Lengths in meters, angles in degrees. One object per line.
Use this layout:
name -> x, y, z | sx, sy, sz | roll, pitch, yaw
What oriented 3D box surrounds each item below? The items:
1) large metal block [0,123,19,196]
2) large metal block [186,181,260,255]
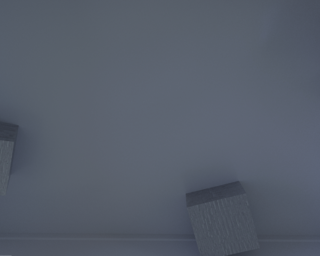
large metal block -> -0.234, 0.036, 0.398 | 0.081, 0.050, 0.079 | 10, 111, -22
large metal block -> 0.086, 0.129, 0.438 | 0.080, 0.050, 0.080 | -15, 98, 5
